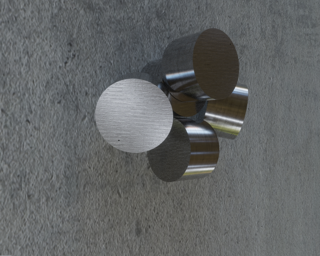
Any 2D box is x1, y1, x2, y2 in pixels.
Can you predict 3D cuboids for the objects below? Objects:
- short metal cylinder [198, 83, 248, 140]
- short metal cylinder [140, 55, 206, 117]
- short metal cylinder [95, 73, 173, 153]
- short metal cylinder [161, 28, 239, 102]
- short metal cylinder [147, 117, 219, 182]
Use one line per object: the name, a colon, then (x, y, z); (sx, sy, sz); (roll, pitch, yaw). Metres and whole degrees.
short metal cylinder: (0.086, -0.027, 0.437); (0.050, 0.080, 0.080); (12, 81, -1)
short metal cylinder: (0.018, -0.054, 0.407); (0.081, 0.050, 0.079); (0, 90, -40)
short metal cylinder: (-0.026, -0.019, 0.343); (0.081, 0.050, 0.079); (0, 107, 1)
short metal cylinder: (0.049, -0.072, 0.366); (0.081, 0.050, 0.079); (0, 90, -40)
short metal cylinder: (0.028, 0.027, 0.395); (0.050, 0.080, 0.079); (2, 89, -40)
